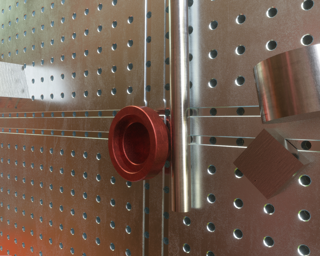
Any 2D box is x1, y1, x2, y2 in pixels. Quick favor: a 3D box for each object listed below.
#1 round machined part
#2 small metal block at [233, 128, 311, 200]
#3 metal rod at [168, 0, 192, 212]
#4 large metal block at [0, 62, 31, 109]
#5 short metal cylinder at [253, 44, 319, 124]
[{"bbox_3d":[-0.023,0.020,0.411,0.098,0.042,0.097,1,91,45],"label":"round machined part"},{"bbox_3d":[0.113,0.035,0.316,0.050,0.025,0.050,50,119,28],"label":"small metal block"},{"bbox_3d":[0.025,-0.047,0.387,0.025,0.025,0.298,-1,89,39],"label":"metal rod"},{"bbox_3d":[-0.324,-0.088,0.637,0.050,0.081,0.080,-28,73,36],"label":"large metal block"},{"bbox_3d":[0.126,-0.035,0.269,0.080,0.081,0.050,-12,82,39],"label":"short metal cylinder"}]
